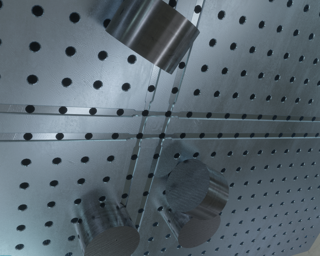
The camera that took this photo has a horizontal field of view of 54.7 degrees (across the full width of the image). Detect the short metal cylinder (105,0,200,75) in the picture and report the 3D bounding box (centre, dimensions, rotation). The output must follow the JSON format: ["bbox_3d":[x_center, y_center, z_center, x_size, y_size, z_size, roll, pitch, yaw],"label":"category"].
[{"bbox_3d":[-0.007,-0.097,0.313,0.080,0.080,0.050,25,104,-37],"label":"short metal cylinder"}]

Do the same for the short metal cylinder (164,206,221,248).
[{"bbox_3d":[0.054,0.154,0.522,0.081,0.050,0.079,-14,125,-21],"label":"short metal cylinder"}]

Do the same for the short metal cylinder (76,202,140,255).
[{"bbox_3d":[-0.076,0.155,0.451,0.081,0.050,0.079,-14,125,-21],"label":"short metal cylinder"}]

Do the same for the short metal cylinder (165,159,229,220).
[{"bbox_3d":[0.055,0.092,0.465,0.050,0.080,0.080,33,100,-39],"label":"short metal cylinder"}]
